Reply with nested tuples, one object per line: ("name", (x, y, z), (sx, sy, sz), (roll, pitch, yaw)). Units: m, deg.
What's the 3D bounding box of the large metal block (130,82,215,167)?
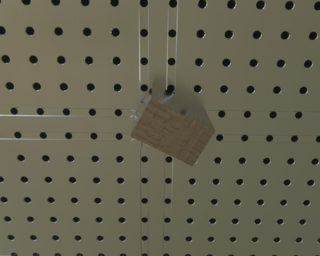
("large metal block", (0.014, -0.008, 0.381), (0.080, 0.080, 0.050), (27, 108, -10))
